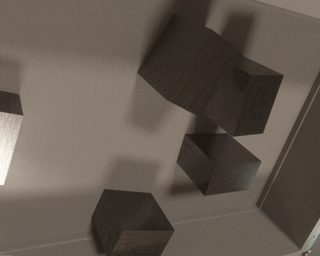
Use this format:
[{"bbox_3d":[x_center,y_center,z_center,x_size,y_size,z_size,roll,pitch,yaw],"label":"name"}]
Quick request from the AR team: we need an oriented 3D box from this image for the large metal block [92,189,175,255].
[{"bbox_3d":[-0.040,0.134,0.436,0.081,0.080,0.050,13,111,-34],"label":"large metal block"}]

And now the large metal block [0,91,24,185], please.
[{"bbox_3d":[-0.185,0.005,0.295,0.081,0.050,0.079,11,113,-33],"label":"large metal block"}]

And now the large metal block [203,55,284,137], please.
[{"bbox_3d":[0.100,-0.045,0.402,0.050,0.080,0.079,-5,121,-27],"label":"large metal block"}]

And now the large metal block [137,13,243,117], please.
[{"bbox_3d":[0.029,-0.072,0.346,0.050,0.080,0.080,24,105,-37],"label":"large metal block"}]

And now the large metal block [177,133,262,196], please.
[{"bbox_3d":[0.083,0.049,0.451,0.081,0.080,0.050,0,119,-29],"label":"large metal block"}]
